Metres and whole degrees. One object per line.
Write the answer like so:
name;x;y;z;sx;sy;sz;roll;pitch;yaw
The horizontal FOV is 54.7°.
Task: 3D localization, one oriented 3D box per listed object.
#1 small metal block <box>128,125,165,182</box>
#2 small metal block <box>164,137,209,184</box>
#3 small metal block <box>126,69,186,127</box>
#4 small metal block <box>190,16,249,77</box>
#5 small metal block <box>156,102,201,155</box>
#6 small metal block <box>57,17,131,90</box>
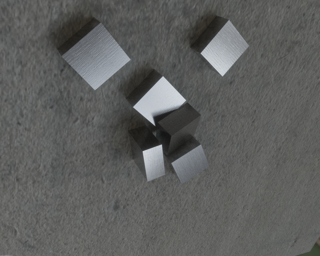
small metal block;-0.017;0.032;0.403;0.025;0.050;0.050;-19;126;-18
small metal block;0.040;0.048;0.460;0.050;0.025;0.050;-32;129;-8
small metal block;-0.005;-0.035;0.384;0.050;0.025;0.050;-46;130;4
small metal block;0.075;-0.102;0.387;0.050;0.025;0.050;-50;129;7
small metal block;0.022;0.002;0.402;0.050;0.025;0.050;-34;157;-24
small metal block;-0.068;-0.077;0.323;0.050;0.025;0.050;-41;130;0
